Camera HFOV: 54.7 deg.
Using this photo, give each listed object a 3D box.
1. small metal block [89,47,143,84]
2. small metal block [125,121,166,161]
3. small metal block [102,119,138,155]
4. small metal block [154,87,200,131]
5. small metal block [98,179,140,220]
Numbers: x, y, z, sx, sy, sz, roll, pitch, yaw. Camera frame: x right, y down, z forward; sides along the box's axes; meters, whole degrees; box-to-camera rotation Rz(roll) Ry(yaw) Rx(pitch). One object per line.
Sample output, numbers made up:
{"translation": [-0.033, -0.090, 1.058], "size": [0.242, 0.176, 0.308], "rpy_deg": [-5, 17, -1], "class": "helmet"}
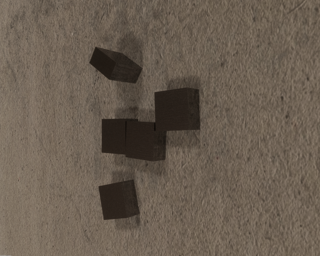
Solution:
{"translation": [-0.062, -0.088, 0.438], "size": [0.050, 0.050, 0.025], "rpy_deg": [41, 115, 32], "class": "small metal block"}
{"translation": [-0.019, 0.017, 0.419], "size": [0.050, 0.025, 0.050], "rpy_deg": [4, 92, 39], "class": "small metal block"}
{"translation": [-0.059, 0.012, 0.451], "size": [0.050, 0.025, 0.050], "rpy_deg": [0, 90, 39], "class": "small metal block"}
{"translation": [0.021, -0.022, 0.386], "size": [0.050, 0.025, 0.050], "rpy_deg": [-3, 88, 39], "class": "small metal block"}
{"translation": [-0.060, 0.105, 0.452], "size": [0.050, 0.025, 0.050], "rpy_deg": [-18, 79, 38], "class": "small metal block"}
